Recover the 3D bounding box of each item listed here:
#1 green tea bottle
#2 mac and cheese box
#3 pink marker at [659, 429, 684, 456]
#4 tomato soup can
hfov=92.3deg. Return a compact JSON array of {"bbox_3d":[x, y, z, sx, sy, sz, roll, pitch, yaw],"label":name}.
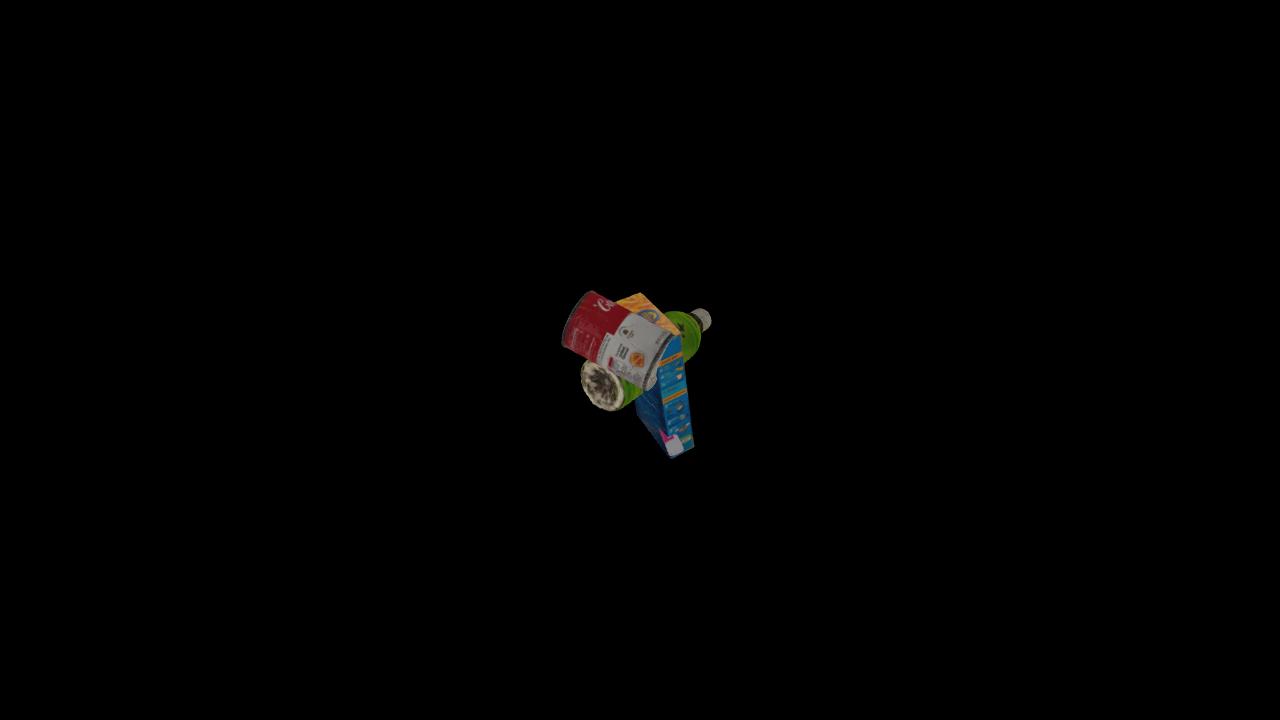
[{"bbox_3d":[0.019,-0.014,0.758,0.073,0.073,0.212,0,26,41],"label":"green tea bottle"},{"bbox_3d":[0.019,0.021,0.715,0.041,0.184,0.093,-24,44,-15],"label":"mac and cheese box"},{"bbox_3d":[0.021,0.056,0.736,0.020,0.121,0.020,-20,-21,-8],"label":"pink marker"},{"bbox_3d":[-0.021,-0.019,0.635,0.101,0.068,0.068,29,6,10],"label":"tomato soup can"}]
